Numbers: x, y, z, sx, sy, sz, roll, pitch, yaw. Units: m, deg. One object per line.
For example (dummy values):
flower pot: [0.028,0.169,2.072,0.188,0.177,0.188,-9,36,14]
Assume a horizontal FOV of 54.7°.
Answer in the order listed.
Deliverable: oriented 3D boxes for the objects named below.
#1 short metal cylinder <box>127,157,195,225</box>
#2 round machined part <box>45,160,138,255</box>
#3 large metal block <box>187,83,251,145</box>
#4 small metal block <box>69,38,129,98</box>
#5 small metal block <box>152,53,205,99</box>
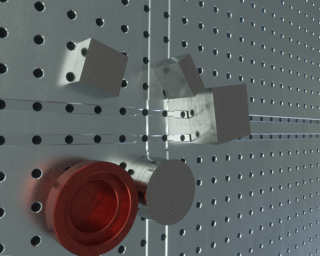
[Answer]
short metal cylinder: [-0.001,0.077,0.394,0.081,0.050,0.079,0,90,-40]
round machined part: [-0.075,0.083,0.337,0.099,0.042,0.097,0,90,-40]
large metal block: [0.090,-0.023,0.471,0.081,0.050,0.079,-12,98,-40]
small metal block: [-0.069,-0.067,0.353,0.050,0.025,0.050,20,77,-39]
small metal block: [0.025,-0.068,0.416,0.025,0.050,0.050,-43,117,-32]
